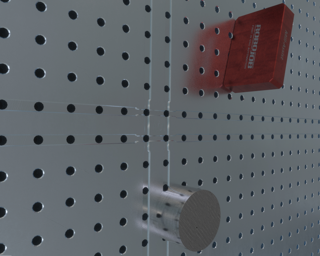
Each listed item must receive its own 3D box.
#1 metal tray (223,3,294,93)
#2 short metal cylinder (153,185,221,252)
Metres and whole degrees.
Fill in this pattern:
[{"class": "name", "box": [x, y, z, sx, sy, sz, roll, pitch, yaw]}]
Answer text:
[{"class": "metal tray", "box": [0.157, -0.125, 0.498, 0.030, 0.090, 0.129, 22, 77, -38]}, {"class": "short metal cylinder", "box": [0.038, 0.121, 0.425, 0.081, 0.050, 0.079, 0, 90, -40]}]
